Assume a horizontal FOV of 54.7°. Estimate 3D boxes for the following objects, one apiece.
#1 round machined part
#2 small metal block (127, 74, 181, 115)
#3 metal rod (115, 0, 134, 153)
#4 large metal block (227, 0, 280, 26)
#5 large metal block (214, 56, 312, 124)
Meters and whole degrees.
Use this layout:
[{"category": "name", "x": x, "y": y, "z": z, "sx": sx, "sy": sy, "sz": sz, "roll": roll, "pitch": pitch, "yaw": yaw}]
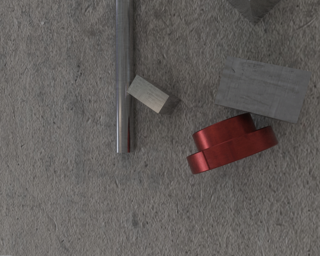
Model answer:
[{"category": "round machined part", "x": 0.075, "y": 0.015, "z": 0.344, "sx": 0.098, "sy": 0.098, "sz": 0.042, "roll": -23, "pitch": 82, "yaw": 18}, {"category": "small metal block", "x": -0.007, "y": -0.042, "z": 0.398, "sx": 0.050, "sy": 0.050, "sz": 0.025, "roll": 36, "pitch": 102, "yaw": 16}, {"category": "metal rod", "x": -0.049, "y": -0.116, "z": 0.426, "sx": 0.025, "sy": 0.025, "sz": 0.298, "roll": 0, "pitch": 90, "yaw": 20}, {"category": "large metal block", "x": 0.094, "y": -0.172, "z": 0.346, "sx": 0.050, "sy": 0.080, "sz": 0.080, "roll": -44, "pitch": 76, "yaw": 15}, {"category": "large metal block", "x": 0.112, "y": -0.039, "z": 0.340, "sx": 0.080, "sy": 0.080, "sz": 0.050, "roll": 16, "pitch": 96, "yaw": 19}]
